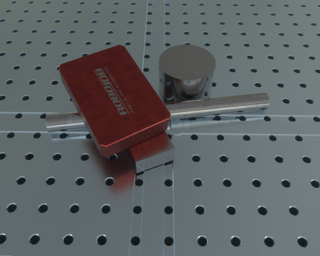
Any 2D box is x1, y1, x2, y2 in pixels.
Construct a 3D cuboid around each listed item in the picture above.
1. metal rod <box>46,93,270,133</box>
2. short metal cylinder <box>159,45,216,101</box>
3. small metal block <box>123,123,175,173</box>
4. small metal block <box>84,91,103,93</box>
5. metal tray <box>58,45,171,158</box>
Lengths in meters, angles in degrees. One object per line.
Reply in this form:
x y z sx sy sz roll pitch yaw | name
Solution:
0.001 -0.022 0.426 0.302 0.025 0.025 -6 50 -6 | metal rod
0.039 -0.078 0.457 0.081 0.050 0.080 0 50 0 | short metal cylinder
-0.015 0.022 0.387 0.050 0.025 0.050 -18 53 -15 | small metal block
-0.096 -0.070 0.448 0.050 0.050 0.025 -25 55 -20 | small metal block
-0.058 -0.038 0.385 0.091 0.030 0.130 -25 66 -19 | metal tray
